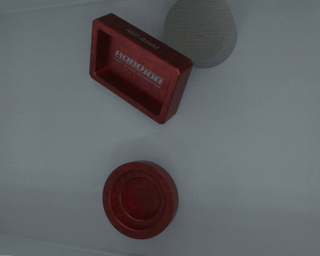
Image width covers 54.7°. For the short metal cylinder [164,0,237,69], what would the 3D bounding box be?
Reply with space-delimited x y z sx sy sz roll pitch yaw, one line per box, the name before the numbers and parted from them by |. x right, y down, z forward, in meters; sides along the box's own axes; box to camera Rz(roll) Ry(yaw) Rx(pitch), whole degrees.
short metal cylinder | 0.051 -0.117 0.379 0.080 0.050 0.079 0 90 19

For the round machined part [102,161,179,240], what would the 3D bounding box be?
round machined part | -0.022 0.091 0.408 0.098 0.042 0.097 0 90 19

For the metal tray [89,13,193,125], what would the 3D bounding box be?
metal tray | -0.030 -0.074 0.392 0.130 0.030 0.089 35 138 16
